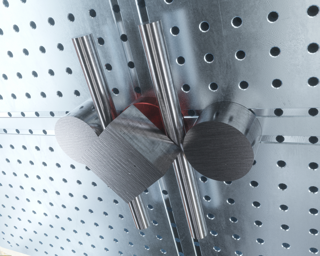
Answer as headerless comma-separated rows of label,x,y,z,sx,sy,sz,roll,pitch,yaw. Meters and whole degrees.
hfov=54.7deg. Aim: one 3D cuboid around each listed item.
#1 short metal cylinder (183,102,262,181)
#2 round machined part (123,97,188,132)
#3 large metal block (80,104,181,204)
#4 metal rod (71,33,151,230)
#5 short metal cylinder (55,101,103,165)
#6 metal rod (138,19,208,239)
short metal cylinder,0.074,0.016,0.365,0.080,0.050,0.079,13,124,21
round machined part,-0.014,0.011,0.415,0.098,0.042,0.097,13,124,21
large metal block,-0.036,0.032,0.373,0.080,0.050,0.080,44,129,-2
metal rod,-0.060,0.022,0.429,0.025,0.025,0.298,0,119,28
short metal cylinder,-0.105,0.007,0.455,0.080,0.050,0.079,13,124,21
metal rod,0.023,0.021,0.385,0.025,0.025,0.298,0,119,28
